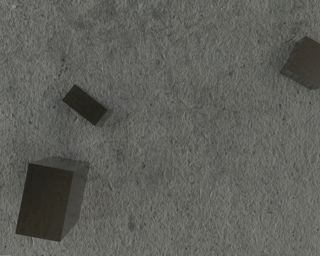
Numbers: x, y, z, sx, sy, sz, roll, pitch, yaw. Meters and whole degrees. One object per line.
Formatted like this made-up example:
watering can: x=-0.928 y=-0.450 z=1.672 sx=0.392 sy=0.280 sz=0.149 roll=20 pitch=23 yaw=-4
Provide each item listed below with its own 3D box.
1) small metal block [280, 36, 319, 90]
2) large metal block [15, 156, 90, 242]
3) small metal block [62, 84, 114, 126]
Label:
small metal block: x=0.198 y=-0.085 z=0.413 sx=0.050 sy=0.025 sz=0.050 roll=29 pitch=90 yaw=-1
large metal block: x=-0.127 y=0.082 z=0.381 sx=0.050 sy=0.080 sz=0.080 roll=11 pitch=90 yaw=0
small metal block: x=-0.090 y=-0.028 z=0.396 sx=0.050 sy=0.050 sz=0.025 roll=38 pitch=90 yaw=-1
